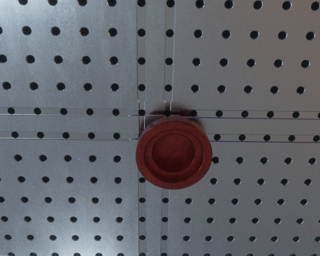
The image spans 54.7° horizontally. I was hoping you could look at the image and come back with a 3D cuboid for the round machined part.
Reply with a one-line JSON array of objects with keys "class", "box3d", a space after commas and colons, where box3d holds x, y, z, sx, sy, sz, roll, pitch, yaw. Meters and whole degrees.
[{"class": "round machined part", "box3d": [0.018, 0.030, 0.416, 0.099, 0.042, 0.097, 0, 110, -1]}]
